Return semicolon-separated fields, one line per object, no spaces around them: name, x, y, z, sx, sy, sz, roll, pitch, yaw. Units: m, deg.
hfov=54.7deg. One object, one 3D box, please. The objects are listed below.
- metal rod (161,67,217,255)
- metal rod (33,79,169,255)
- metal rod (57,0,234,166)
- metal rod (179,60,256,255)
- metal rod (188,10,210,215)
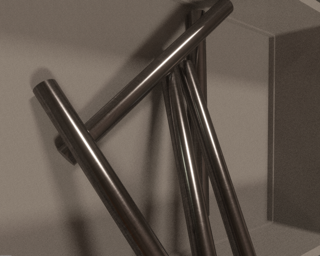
metal rod;0.032;0.047;0.358;0.025;0.025;0.299;12;58;-40
metal rod;-0.033;0.081;0.295;0.025;0.025;0.299;-29;81;-37
metal rod;-0.003;-0.071;0.381;0.301;0.025;0.025;-47;119;-22
metal rod;0.071;0.047;0.391;0.025;0.025;0.299;2;64;-40
metal rod;0.057;-0.020;0.456;0.025;0.025;0.298;-2;92;-40
